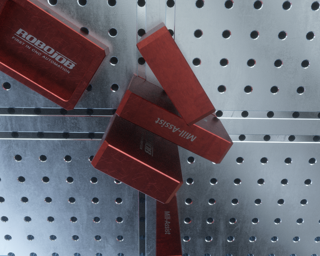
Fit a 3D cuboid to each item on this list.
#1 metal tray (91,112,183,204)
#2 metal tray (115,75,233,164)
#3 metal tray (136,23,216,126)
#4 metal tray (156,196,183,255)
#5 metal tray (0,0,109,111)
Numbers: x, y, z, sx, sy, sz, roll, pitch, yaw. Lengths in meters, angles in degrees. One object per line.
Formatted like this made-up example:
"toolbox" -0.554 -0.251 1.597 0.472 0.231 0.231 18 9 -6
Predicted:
"metal tray" -0.023 0.024 0.366 0.090 0.130 0.030 30 107 -11
"metal tray" 0.017 -0.013 0.374 0.131 0.090 0.030 26 108 -10
"metal tray" 0.015 -0.065 0.334 0.030 0.130 0.090 -31 108 10
"metal tray" 0.012 0.164 0.418 0.030 0.130 0.089 -3 110 1
"metal tray" -0.140 -0.092 0.374 0.130 0.030 0.090 32 107 -12
